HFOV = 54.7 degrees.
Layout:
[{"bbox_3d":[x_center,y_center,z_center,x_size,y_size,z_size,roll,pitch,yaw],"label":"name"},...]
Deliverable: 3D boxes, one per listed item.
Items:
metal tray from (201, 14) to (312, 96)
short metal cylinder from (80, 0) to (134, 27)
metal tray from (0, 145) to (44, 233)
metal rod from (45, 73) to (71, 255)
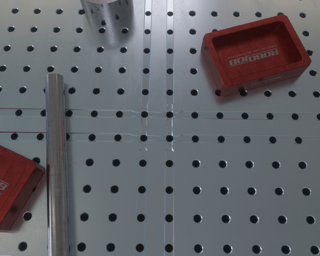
[{"bbox_3d":[0.136,-0.107,0.448,0.131,0.030,0.090,-16,71,-6],"label":"metal tray"},{"bbox_3d":[-0.083,-0.204,0.472,0.081,0.050,0.080,0,70,0],"label":"short metal cylinder"},{"bbox_3d":[-0.226,0.060,0.385,0.130,0.030,0.090,23,72,8],"label":"metal tray"},{"bbox_3d":[-0.128,0.068,0.385,0.025,0.025,0.299,-7,70,-3],"label":"metal rod"}]
